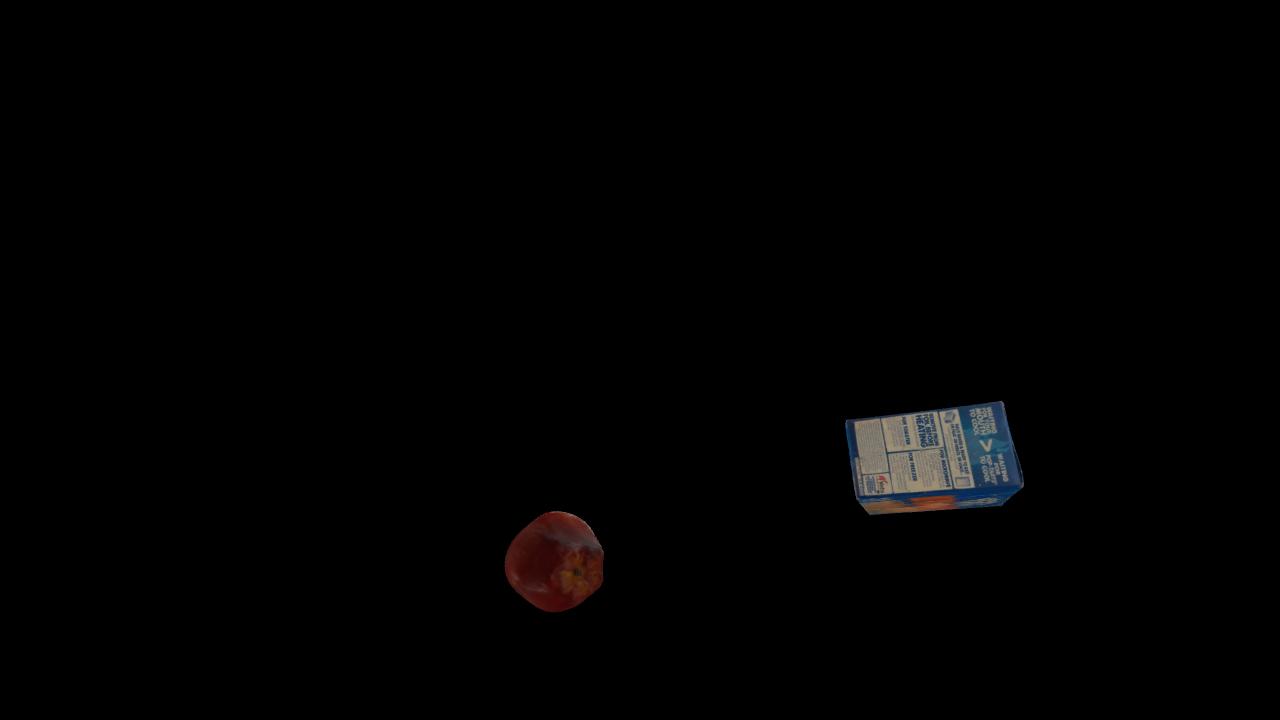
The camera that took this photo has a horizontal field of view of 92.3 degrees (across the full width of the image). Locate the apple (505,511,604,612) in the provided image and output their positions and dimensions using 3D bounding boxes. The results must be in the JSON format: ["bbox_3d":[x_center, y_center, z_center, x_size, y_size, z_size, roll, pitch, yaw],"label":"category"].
[{"bbox_3d":[-0.069,0.165,0.505,0.079,0.079,0.093,0,0,-30],"label":"apple"}]

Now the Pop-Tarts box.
[{"bbox_3d":[0.298,0.109,0.637,0.141,0.083,0.167,-10,-21,21],"label":"Pop-Tarts box"}]
